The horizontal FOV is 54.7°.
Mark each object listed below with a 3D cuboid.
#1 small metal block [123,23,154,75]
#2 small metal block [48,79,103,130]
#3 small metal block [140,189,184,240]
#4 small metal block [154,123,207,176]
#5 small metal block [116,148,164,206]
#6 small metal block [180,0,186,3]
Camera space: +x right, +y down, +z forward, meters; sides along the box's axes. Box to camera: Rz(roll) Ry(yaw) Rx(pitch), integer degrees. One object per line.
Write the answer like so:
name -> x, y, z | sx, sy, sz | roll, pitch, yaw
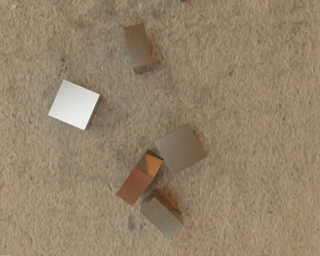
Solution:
small metal block -> -0.027, -0.099, 0.397 | 0.025, 0.050, 0.050 | -13, 90, 0
small metal block -> -0.110, -0.030, 0.409 | 0.050, 0.025, 0.050 | 23, 90, -1
small metal block -> 0.002, 0.109, 0.398 | 0.050, 0.050, 0.025 | 44, 90, -1
small metal block -> 0.026, 0.028, 0.410 | 0.050, 0.025, 0.050 | -29, 90, -1
small metal block -> -0.025, 0.061, 0.389 | 0.025, 0.050, 0.050 | 35, 117, 0
small metal block -> 0.030, -0.206, 0.410 | 0.050, 0.025, 0.050 | 42, 90, -1
